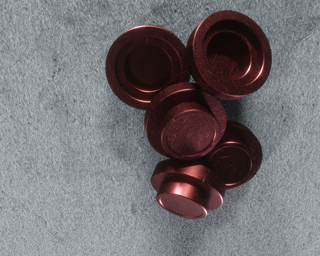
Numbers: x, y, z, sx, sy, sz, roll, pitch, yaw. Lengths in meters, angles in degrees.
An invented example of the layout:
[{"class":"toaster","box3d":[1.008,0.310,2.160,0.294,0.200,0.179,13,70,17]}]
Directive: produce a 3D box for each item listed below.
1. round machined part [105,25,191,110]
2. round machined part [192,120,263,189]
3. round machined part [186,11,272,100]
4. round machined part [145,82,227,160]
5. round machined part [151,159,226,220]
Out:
[{"class":"round machined part","box3d":[-0.013,-0.074,0.375,0.099,0.042,0.097,0,110,-1]},{"class":"round machined part","box3d":[0.090,0.042,0.419,0.099,0.042,0.097,0,110,-1]},{"class":"round machined part","box3d":[0.075,-0.080,0.359,0.099,0.042,0.097,2,83,-18]},{"class":"round machined part","box3d":[0.032,-0.001,0.367,0.099,0.042,0.097,-5,121,-7]},{"class":"round machined part","box3d":[0.033,0.085,0.407,0.098,0.042,0.097,16,145,11]}]
